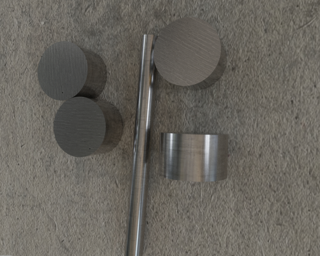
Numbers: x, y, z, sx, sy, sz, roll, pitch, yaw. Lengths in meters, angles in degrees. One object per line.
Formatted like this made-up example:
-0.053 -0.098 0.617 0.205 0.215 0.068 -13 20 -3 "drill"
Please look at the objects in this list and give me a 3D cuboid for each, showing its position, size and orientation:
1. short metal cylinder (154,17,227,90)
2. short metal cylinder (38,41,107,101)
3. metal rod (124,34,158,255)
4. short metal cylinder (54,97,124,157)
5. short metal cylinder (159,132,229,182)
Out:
0.039 -0.089 0.382 0.080 0.050 0.079 0 90 20 "short metal cylinder"
-0.123 -0.077 0.439 0.080 0.050 0.079 0 90 20 "short metal cylinder"
-0.024 0.027 0.417 0.025 0.025 0.298 5 92 20 "metal rod"
-0.098 -0.002 0.430 0.080 0.050 0.079 0 90 20 "short metal cylinder"
0.039 0.031 0.366 0.080 0.080 0.050 2 91 20 "short metal cylinder"
